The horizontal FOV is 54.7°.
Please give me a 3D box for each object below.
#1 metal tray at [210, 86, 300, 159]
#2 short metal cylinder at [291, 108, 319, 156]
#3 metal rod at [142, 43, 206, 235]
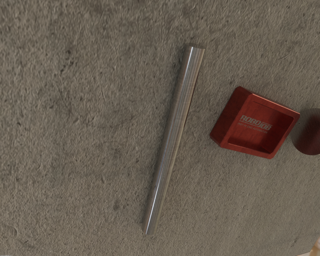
[{"bbox_3d":[0.151,-0.004,0.485,0.131,0.030,0.089,14,111,-35],"label":"metal tray"},{"bbox_3d":[0.275,0.009,0.531,0.050,0.080,0.079,10,113,-33],"label":"short metal cylinder"},{"bbox_3d":[0.013,0.032,0.435,0.025,0.025,0.298,-2,119,-28],"label":"metal rod"}]
